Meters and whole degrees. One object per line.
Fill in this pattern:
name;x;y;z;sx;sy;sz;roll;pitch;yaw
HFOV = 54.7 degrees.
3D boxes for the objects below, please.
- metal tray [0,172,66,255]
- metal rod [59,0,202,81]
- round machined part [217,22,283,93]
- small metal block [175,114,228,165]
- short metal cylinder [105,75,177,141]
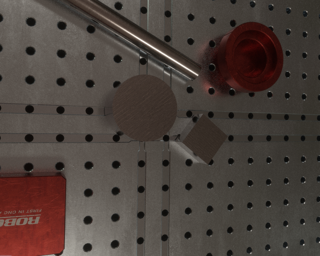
metal tray;-0.175;0.097;0.346;0.131;0.030;0.089;1;90;-21
metal rod;-0.076;-0.143;0.384;0.301;0.025;0.025;28;81;-18
round machined part;0.126;-0.100;0.452;0.099;0.042;0.097;0;90;-21
small metal block;0.058;0.015;0.436;0.050;0.025;0.050;41;77;-16
short metal cylinder;-0.025;-0.024;0.391;0.081;0.050;0.079;0;90;-20
